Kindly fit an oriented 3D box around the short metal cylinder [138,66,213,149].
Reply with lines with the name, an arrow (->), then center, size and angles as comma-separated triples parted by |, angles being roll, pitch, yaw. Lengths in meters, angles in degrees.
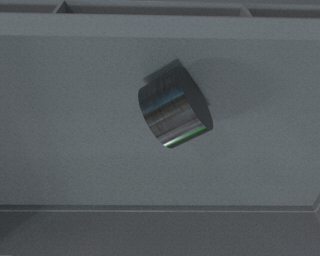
short metal cylinder -> 0.019, -0.023, 0.354 | 0.050, 0.080, 0.080 | -27, 125, 21
